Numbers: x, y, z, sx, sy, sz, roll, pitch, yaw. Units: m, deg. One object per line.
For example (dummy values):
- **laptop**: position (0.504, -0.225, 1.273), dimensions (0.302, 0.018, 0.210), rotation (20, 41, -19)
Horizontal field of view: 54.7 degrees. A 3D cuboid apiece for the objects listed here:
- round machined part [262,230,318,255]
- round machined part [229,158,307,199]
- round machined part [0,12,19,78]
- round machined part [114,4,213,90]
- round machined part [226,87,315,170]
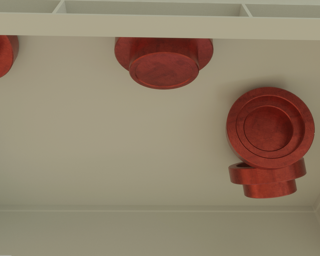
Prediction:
- **round machined part**: position (0.250, 0.238, 0.607), dimensions (0.099, 0.042, 0.097), rotation (-1, 130, 0)
- **round machined part**: position (0.146, 0.067, 0.420), dimensions (0.098, 0.098, 0.042), rotation (-10, 88, 7)
- **round machined part**: position (-0.202, -0.085, 0.315), dimensions (0.099, 0.042, 0.097), rotation (-1, 138, 0)
- **round machined part**: position (0.004, -0.073, 0.310), dimensions (0.099, 0.042, 0.098), rotation (0, 158, 0)
- **round machined part**: position (0.130, 0.003, 0.378), dimensions (0.099, 0.098, 0.042), rotation (-8, 165, 6)
